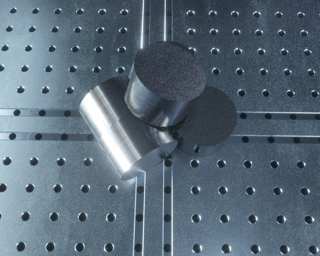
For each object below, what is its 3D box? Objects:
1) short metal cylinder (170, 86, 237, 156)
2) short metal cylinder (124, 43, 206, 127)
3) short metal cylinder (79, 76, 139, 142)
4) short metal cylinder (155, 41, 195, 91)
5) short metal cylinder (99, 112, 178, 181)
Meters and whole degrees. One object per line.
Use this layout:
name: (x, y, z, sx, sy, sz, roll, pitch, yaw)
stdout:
short metal cylinder: (0.054, -0.008, 0.401, 0.081, 0.050, 0.080, 0, 70, 0)
short metal cylinder: (0.004, -0.048, 0.348, 0.081, 0.050, 0.080, 10, 56, -15)
short metal cylinder: (-0.053, -0.020, 0.389, 0.080, 0.080, 0.050, -32, 74, -11)
short metal cylinder: (0.009, -0.071, 0.423, 0.081, 0.050, 0.080, 0, 70, 0)
short metal cylinder: (-0.026, 0.020, 0.375, 0.080, 0.080, 0.050, -32, 74, -11)
